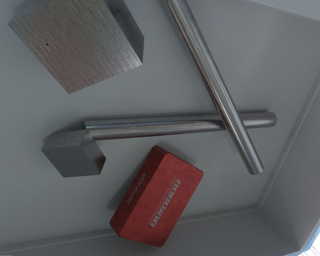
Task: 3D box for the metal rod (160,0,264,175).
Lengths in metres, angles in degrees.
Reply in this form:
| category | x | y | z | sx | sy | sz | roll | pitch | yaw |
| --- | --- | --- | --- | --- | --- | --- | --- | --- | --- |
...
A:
| category | x | y | z | sx | sy | sz | roll | pitch | yaw |
| --- | --- | --- | --- | --- | --- | --- | --- | --- | --- |
| metal rod | 0.079 | -0.041 | 0.404 | 0.025 | 0.025 | 0.299 | -37 | 122 | -4 |

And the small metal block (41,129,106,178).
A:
| category | x | y | z | sx | sy | sz | roll | pitch | yaw |
| --- | --- | --- | --- | --- | --- | --- | --- | --- | --- |
| small metal block | -0.098 | 0.031 | 0.359 | 0.050 | 0.025 | 0.050 | -7 | 131 | 19 |

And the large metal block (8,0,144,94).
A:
| category | x | y | z | sx | sy | sz | roll | pitch | yaw |
| --- | --- | --- | --- | --- | --- | --- | --- | --- | --- |
| large metal block | -0.069 | -0.088 | 0.281 | 0.080 | 0.050 | 0.080 | -19 | 132 | 17 |

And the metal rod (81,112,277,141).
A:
| category | x | y | z | sx | sy | sz | roll | pitch | yaw |
| --- | --- | --- | --- | --- | --- | --- | --- | --- | --- |
| metal rod | 0.045 | -0.005 | 0.432 | 0.303 | 0.025 | 0.025 | -4 | 120 | -27 |

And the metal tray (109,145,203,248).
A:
| category | x | y | z | sx | sy | sz | roll | pitch | yaw |
| --- | --- | --- | --- | --- | --- | --- | --- | --- | --- |
| metal tray | -0.002 | 0.101 | 0.449 | 0.090 | 0.030 | 0.130 | 33 | 86 | -38 |
